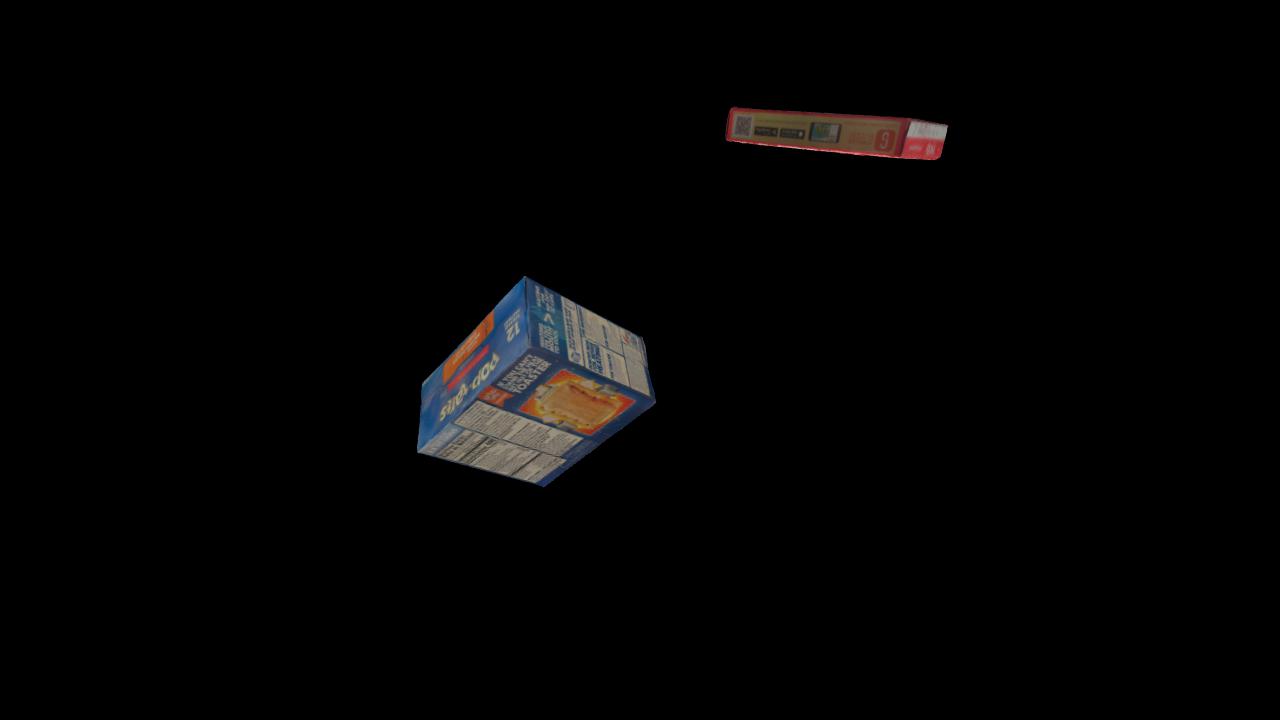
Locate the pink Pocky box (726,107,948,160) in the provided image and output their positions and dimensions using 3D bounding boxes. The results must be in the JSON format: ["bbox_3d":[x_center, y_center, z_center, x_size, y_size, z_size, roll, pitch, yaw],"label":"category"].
[{"bbox_3d":[0.156,-0.185,0.501,0.155,0.029,0.084,22,26,37],"label":"pink Pocky box"}]

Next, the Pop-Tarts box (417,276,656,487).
[{"bbox_3d":[-0.095,0.029,0.561,0.141,0.083,0.167,25,-53,-38],"label":"Pop-Tarts box"}]
